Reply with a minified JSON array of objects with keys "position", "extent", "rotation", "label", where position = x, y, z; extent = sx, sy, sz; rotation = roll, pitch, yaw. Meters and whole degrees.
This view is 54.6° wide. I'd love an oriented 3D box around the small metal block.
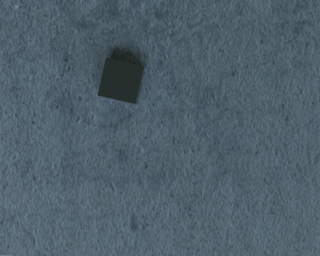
[{"position":[-0.050,-0.061,0.410],"extent":[0.050,0.025,0.050],"rotation":[13,90,0],"label":"small metal block"}]
